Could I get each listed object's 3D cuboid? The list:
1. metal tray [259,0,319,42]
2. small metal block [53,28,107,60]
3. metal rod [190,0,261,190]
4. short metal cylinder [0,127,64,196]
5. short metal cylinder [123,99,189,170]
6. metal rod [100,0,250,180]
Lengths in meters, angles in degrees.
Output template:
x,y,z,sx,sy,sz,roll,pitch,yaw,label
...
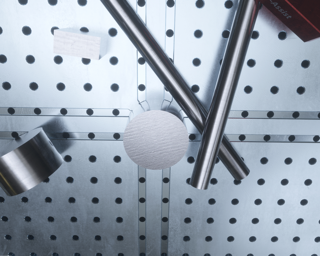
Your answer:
x,y,z,sx,sy,sz,roll,pitch,yaw,label
0.146,-0.168,0.333,0.130,0.030,0.090,36,82,-13,metal tray
-0.091,-0.099,0.362,0.050,0.050,0.025,8,110,-4,small metal block
0.084,-0.066,0.372,0.025,0.025,0.298,12,103,-5,metal rod
-0.173,0.042,0.397,0.080,0.080,0.050,-25,109,8,short metal cylinder
-0.005,0.007,0.403,0.081,0.050,0.079,0,110,-1,short metal cylinder
0.027,-0.047,0.396,0.025,0.025,0.300,-35,107,12,metal rod
